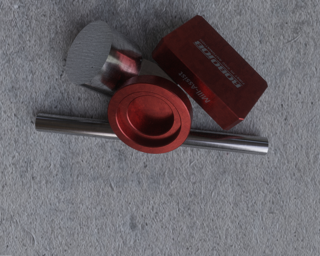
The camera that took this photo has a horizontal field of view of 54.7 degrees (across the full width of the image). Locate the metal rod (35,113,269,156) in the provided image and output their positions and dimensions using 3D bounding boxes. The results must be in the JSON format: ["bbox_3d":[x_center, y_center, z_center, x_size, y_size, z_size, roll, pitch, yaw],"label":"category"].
[{"bbox_3d":[-0.010,0.008,0.411,0.302,0.025,0.025,6,90,-1],"label":"metal rod"}]

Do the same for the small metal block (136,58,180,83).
[{"bbox_3d":[-0.002,-0.062,0.397,0.050,0.050,0.025,24,90,0],"label":"small metal block"}]

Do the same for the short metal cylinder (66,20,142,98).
[{"bbox_3d":[-0.069,-0.082,0.378,0.080,0.050,0.080,-13,68,35],"label":"short metal cylinder"}]

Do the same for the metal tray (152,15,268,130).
[{"bbox_3d":[0.064,-0.071,0.384,0.130,0.030,0.090,45,51,0],"label":"metal tray"}]

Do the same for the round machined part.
[{"bbox_3d":[-0.009,-0.020,0.372,0.098,0.042,0.097,7,126,10],"label":"round machined part"}]
